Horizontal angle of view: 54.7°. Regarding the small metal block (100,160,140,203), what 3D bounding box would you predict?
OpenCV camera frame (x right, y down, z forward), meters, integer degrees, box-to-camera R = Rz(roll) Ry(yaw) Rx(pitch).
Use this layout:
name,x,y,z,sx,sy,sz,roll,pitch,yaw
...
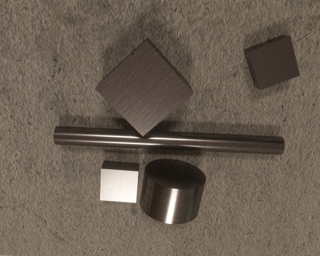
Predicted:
name,x,y,z,sx,sy,sz,roll,pitch,yaw
small metal block,-0.056,0.076,0.437,0.050,0.025,0.050,5,110,-2

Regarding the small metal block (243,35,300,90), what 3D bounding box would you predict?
name,x,y,z,sx,sy,sz,roll,pitch,yaw
small metal block,0.137,-0.081,0.382,0.050,0.025,0.050,-21,109,7

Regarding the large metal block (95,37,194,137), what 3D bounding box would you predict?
name,x,y,z,sx,sy,sz,roll,pitch,yaw
large metal block,-0.018,-0.051,0.377,0.080,0.050,0.080,-40,106,13

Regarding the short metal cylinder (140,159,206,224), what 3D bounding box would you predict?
name,x,y,z,sx,sy,sz,roll,pitch,yaw
short metal cylinder,0.016,0.081,0.411,0.081,0.080,0.050,8,110,-4

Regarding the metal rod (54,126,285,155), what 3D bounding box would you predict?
name,x,y,z,sx,sy,sz,roll,pitch,yaw
metal rod,0.014,0.017,0.416,0.302,0.025,0.025,3,110,-2
